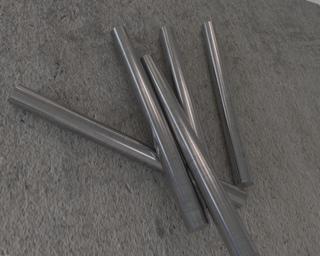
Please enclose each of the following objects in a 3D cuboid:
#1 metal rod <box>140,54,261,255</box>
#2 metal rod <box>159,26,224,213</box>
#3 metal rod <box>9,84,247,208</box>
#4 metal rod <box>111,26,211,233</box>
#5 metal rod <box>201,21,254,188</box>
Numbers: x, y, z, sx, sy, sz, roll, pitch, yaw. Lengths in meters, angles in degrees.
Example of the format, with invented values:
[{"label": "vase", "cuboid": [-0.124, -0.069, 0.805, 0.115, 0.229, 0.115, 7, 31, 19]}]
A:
[{"label": "metal rod", "cuboid": [0.031, 0.012, 0.366, 0.025, 0.025, 0.299, -1, 48, -29]}, {"label": "metal rod", "cuboid": [0.035, -0.033, 0.422, 0.025, 0.025, 0.299, 6, 53, -25]}, {"label": "metal rod", "cuboid": [-0.027, 0.028, 0.371, 0.301, 0.025, 0.025, 26, 53, -12]}, {"label": "metal rod", "cuboid": [-0.010, -0.019, 0.385, 0.025, 0.025, 0.299, -4, 56, -30]}, {"label": "metal rod", "cuboid": [0.101, -0.053, 0.490, 0.025, 0.025, 0.299, 8, 58, -24]}]
